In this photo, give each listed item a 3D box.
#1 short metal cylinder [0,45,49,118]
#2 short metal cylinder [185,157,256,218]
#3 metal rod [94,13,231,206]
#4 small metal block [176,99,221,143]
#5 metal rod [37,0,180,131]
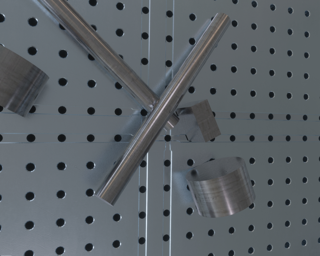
[{"bbox_3d":[-0.166,-0.052,0.322,0.080,0.080,0.050,30,80,-18],"label":"short metal cylinder"},{"bbox_3d":[0.080,0.077,0.413,0.081,0.080,0.050,-21,97,-19],"label":"short metal cylinder"},{"bbox_3d":[0.014,-0.038,0.393,0.025,0.025,0.300,39,68,-16],"label":"metal rod"},{"bbox_3d":[0.051,-0.009,0.418,0.025,0.050,0.050,-26,99,-18],"label":"small metal block"},{"bbox_3d":[-0.085,-0.108,0.381,0.300,0.025,0.025,45,76,-15],"label":"metal rod"}]
